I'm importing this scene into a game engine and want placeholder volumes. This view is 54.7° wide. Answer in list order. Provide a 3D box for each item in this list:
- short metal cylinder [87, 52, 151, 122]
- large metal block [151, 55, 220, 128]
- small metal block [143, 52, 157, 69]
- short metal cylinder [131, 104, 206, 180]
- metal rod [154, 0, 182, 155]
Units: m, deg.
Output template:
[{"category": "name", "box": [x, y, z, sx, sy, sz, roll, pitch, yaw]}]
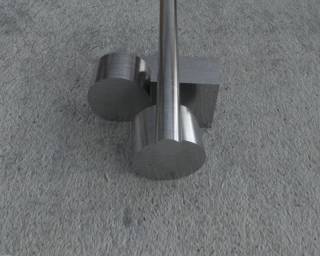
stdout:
[{"category": "short metal cylinder", "box": [-0.052, -0.053, 0.412, 0.081, 0.080, 0.050, 1, 50, 1]}, {"category": "large metal block", "box": [0.031, -0.046, 0.406, 0.080, 0.080, 0.050, 3, 50, 2]}, {"category": "small metal block", "box": [0.003, -0.091, 0.480, 0.050, 0.025, 0.050, -34, 58, -25]}, {"category": "short metal cylinder", "box": [0.008, 0.018, 0.353, 0.081, 0.080, 0.050, -4, 50, -3]}, {"category": "metal rod", "box": [0.010, -0.097, 0.380, 0.025, 0.025, 0.300, 1, 50, 1]}]
